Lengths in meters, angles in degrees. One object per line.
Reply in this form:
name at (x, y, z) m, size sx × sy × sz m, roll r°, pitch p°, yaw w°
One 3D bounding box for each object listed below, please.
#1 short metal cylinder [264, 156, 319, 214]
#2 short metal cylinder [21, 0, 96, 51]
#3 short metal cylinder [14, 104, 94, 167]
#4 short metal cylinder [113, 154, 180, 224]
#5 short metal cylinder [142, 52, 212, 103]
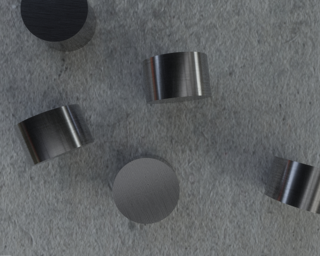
short metal cylinder at (0.177, 0.070, 0.385) m, size 0.080 × 0.080 × 0.050 m, roll 15°, pitch 90°, yaw -1°
short metal cylinder at (-0.127, -0.143, 0.396) m, size 0.081 × 0.050 × 0.079 m, roll 0°, pitch 90°, yaw -1°
short metal cylinder at (-0.128, 0.009, 0.381) m, size 0.080 × 0.080 × 0.050 m, roll -22°, pitch 90°, yaw 0°
short metal cylinder at (-0.017, 0.076, 0.397) m, size 0.081 × 0.050 × 0.079 m, roll 0°, pitch 90°, yaw -1°
short metal cylinder at (0.021, -0.059, 0.383) m, size 0.081 × 0.080 × 0.050 m, roll -6°, pitch 90°, yaw -1°
